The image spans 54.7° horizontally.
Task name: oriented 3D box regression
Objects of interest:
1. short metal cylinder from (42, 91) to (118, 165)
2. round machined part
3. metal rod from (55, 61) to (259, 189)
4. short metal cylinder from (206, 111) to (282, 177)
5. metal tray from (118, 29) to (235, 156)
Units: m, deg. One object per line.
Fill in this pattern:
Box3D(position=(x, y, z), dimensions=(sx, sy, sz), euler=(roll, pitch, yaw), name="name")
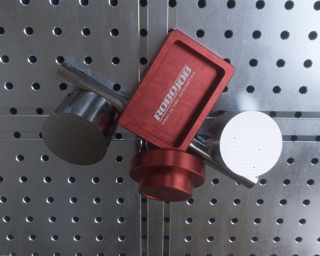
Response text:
Box3D(position=(-0.097, 0.000, 0.387), dimensions=(0.080, 0.050, 0.079), euler=(6, 127, 8), name="short metal cylinder")
Box3D(position=(0.009, 0.066, 0.400), dimensions=(0.099, 0.042, 0.098), euler=(5, 153, 3), name="round machined part")
Box3D(position=(0.004, 0.001, 0.414), dimensions=(0.301, 0.025, 0.025), euler=(30, 107, -11), name="metal rod")
Box3D(position=(0.105, 0.018, 0.395), dimensions=(0.081, 0.050, 0.079), euler=(-1, 93, -11), name="short metal cylinder")
Box3D(position=(0.019, -0.040, 0.380), dimensions=(0.090, 0.030, 0.130), euler=(30, 94, -11), name="metal tray")
